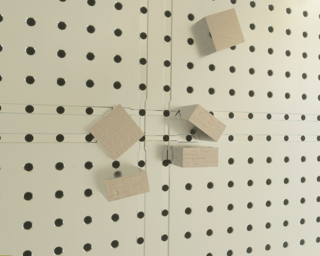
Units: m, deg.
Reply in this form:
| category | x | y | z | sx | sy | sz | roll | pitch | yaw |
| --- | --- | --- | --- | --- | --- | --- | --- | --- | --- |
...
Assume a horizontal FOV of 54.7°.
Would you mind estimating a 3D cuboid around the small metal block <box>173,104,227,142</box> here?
| category | x | y | z | sx | sy | sz | roll | pitch | yaw |
| --- | --- | --- | --- | --- | --- | --- | --- | --- | --- |
| small metal block | 0.053 | -0.006 | 0.420 | 0.050 | 0.050 | 0.025 | 36 | 78 | -17 |

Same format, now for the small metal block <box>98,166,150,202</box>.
| category | x | y | z | sx | sy | sz | roll | pitch | yaw |
| --- | --- | --- | --- | --- | --- | --- | --- | --- | --- |
| small metal block | -0.046 | 0.068 | 0.383 | 0.050 | 0.050 | 0.025 | -10 | 94 | -20 |

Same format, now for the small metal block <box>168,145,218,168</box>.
| category | x | y | z | sx | sy | sz | roll | pitch | yaw |
| --- | --- | --- | --- | --- | --- | --- | --- | --- | --- |
| small metal block | 0.043 | 0.037 | 0.417 | 0.050 | 0.050 | 0.025 | 1 | 90 | -20 |

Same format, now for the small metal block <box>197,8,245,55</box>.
| category | x | y | z | sx | sy | sz | roll | pitch | yaw |
| --- | --- | --- | --- | --- | --- | --- | --- | --- | --- |
| small metal block | 0.088 | -0.138 | 0.446 | 0.050 | 0.025 | 0.050 | -23 | 98 | -19 |

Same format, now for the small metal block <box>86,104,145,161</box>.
| category | x | y | z | sx | sy | sz | roll | pitch | yaw |
| --- | --- | --- | --- | --- | --- | --- | --- | --- | --- |
| small metal block | -0.057 | 0.005 | 0.393 | 0.050 | 0.025 | 0.050 | -42 | 104 | -15 |
